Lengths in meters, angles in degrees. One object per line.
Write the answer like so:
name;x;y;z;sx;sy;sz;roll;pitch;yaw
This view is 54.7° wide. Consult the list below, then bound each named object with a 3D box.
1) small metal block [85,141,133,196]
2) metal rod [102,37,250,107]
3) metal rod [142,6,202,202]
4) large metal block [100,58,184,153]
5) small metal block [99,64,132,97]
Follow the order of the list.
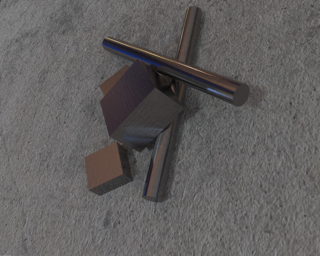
small metal block;-0.068;0.053;0.405;0.050;0.025;0.050;-26;53;11
metal rod;-0.002;-0.090;0.430;0.025;0.025;0.300;-50;43;-7
metal rod;0.022;-0.050;0.421;0.025;0.025;0.300;-1;61;27
large metal block;-0.027;-0.030;0.397;0.080;0.050;0.080;-46;38;16
small metal block;-0.050;-0.054;0.446;0.050;0.050;0.025;-37;50;3
